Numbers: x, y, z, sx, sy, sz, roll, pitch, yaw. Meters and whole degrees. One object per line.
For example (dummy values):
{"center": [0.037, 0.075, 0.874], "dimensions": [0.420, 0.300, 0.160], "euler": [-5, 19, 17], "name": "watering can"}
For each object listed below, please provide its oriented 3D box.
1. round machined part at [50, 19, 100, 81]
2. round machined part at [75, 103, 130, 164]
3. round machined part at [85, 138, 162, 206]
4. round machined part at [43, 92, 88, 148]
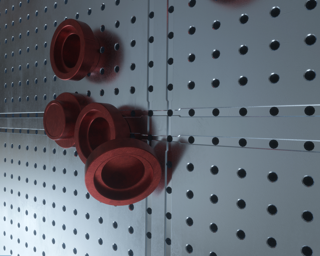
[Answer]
{"center": [-0.137, -0.126, 0.513], "dimensions": [0.098, 0.042, 0.097], "euler": [0, 90, 40], "name": "round machined part"}
{"center": [-0.083, 0.011, 0.468], "dimensions": [0.098, 0.042, 0.097], "euler": [0, 89, 41], "name": "round machined part"}
{"center": [-0.050, 0.053, 0.414], "dimensions": [0.097, 0.099, 0.042], "euler": [-61, 26, 22], "name": "round machined part"}
{"center": [-0.166, -0.013, 0.537], "dimensions": [0.098, 0.042, 0.097], "euler": [0, 90, 40], "name": "round machined part"}
